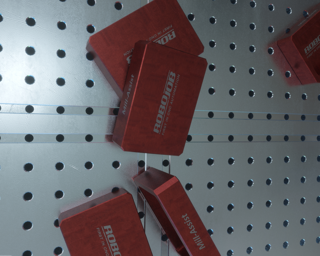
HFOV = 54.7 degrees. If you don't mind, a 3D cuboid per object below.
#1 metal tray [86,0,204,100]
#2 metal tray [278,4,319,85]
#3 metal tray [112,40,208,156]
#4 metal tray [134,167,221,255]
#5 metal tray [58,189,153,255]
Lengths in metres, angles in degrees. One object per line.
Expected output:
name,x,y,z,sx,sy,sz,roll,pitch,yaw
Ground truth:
metal tray,-0.017,-0.105,0.405,0.131,0.030,0.090,-36,102,-17
metal tray,0.265,-0.144,0.509,0.130,0.030,0.090,-41,103,-16
metal tray,0.000,-0.033,0.385,0.091,0.030,0.129,9,101,-33
metal tray,0.022,0.116,0.387,0.030,0.090,0.130,-32,101,-17
metal tray,-0.061,0.153,0.388,0.091,0.030,0.129,-20,97,-19
